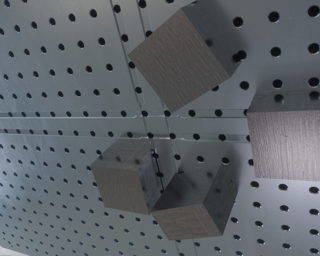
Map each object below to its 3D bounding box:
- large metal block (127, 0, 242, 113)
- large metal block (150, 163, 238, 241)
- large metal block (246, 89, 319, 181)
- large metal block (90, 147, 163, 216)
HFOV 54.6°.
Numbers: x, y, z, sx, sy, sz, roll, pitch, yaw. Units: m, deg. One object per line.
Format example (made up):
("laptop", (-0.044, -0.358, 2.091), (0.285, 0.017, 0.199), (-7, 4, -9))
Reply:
("large metal block", (0.027, -0.075, 0.335), (0.080, 0.050, 0.080), (-31, 102, 38))
("large metal block", (0.047, 0.098, 0.412), (0.080, 0.080, 0.050), (-20, 108, 36))
("large metal block", (0.141, 0.007, 0.325), (0.080, 0.050, 0.080), (-1, 118, 29))
("large metal block", (-0.048, 0.079, 0.470), (0.080, 0.050, 0.080), (2, 120, 27))
